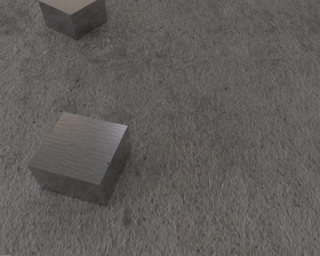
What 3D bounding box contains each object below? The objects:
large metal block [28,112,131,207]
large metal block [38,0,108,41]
[{"bbox_3d":[-0.087,0.034,0.357,0.080,0.050,0.080,13,51,10],"label":"large metal block"},{"bbox_3d":[-0.156,-0.213,0.565,0.080,0.050,0.080,29,56,22],"label":"large metal block"}]
